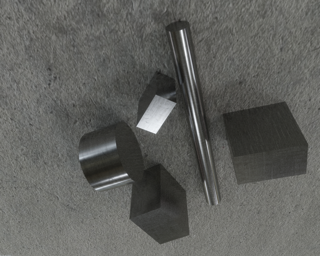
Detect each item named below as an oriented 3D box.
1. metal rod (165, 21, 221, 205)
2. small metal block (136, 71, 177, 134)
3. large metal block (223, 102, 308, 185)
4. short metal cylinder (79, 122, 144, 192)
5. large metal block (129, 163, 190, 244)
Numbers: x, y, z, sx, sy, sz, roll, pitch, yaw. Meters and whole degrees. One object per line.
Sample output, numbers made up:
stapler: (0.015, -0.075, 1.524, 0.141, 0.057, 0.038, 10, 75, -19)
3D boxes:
metal rod: (0.053, 0.006, 0.412, 0.025, 0.025, 0.299, -11, 130, 8)
small metal block: (-0.005, -0.030, 0.365, 0.025, 0.050, 0.050, 21, 127, -17)
large metal block: (0.128, 0.018, 0.388, 0.080, 0.080, 0.050, -11, 129, 9)
short metal cylinder: (-0.061, 0.037, 0.402, 0.050, 0.080, 0.080, -18, 128, 14)
large metal block: (0.001, 0.115, 0.469, 0.050, 0.080, 0.080, -25, 126, 20)
